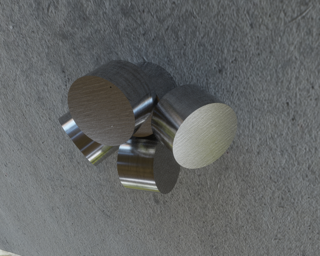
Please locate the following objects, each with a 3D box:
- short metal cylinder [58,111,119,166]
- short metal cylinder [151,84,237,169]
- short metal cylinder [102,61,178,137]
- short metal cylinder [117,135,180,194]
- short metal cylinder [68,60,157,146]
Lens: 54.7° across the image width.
[{"bbox_3d":[-0.089,0.004,0.414,0.080,0.050,0.080,51,172,11],"label":"short metal cylinder"},{"bbox_3d":[0.037,-0.002,0.343,0.050,0.081,0.079,46,143,49],"label":"short metal cylinder"},{"bbox_3d":[-0.023,-0.036,0.381,0.080,0.050,0.079,13,124,20],"label":"short metal cylinder"},{"bbox_3d":[-0.012,0.043,0.403,0.050,0.080,0.079,2,119,27],"label":"short metal cylinder"},{"bbox_3d":[-0.051,-0.027,0.335,0.080,0.050,0.079,13,124,20],"label":"short metal cylinder"}]
